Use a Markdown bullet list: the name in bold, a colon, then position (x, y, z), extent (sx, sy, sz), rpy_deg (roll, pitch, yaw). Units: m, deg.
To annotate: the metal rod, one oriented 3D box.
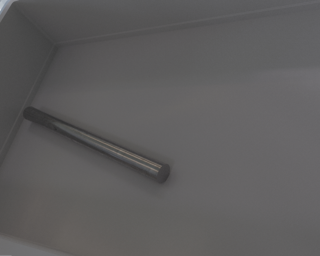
- **metal rod**: position (-0.112, 0.014, 0.456), extent (0.300, 0.025, 0.025), rpy_deg (19, 72, 35)
